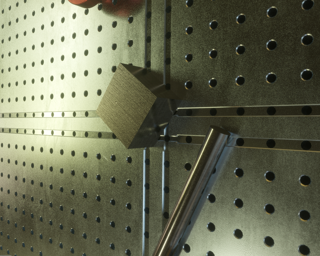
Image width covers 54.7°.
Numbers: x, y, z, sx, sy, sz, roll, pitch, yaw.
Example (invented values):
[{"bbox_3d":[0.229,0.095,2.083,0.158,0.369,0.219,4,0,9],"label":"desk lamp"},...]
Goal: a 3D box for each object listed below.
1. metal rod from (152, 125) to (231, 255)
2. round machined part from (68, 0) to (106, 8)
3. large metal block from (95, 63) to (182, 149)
[{"bbox_3d":[0.016,0.135,0.394,0.025,0.025,0.298,33,110,34],"label":"metal rod"},{"bbox_3d":[-0.106,-0.236,0.483,0.098,0.042,0.097,0,90,39],"label":"round machined part"},{"bbox_3d":[-0.031,-0.029,0.416,0.080,0.050,0.080,45,117,30],"label":"large metal block"}]
